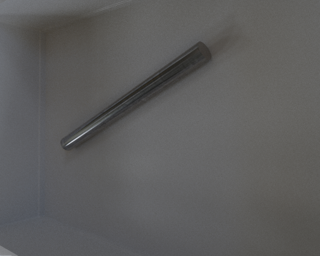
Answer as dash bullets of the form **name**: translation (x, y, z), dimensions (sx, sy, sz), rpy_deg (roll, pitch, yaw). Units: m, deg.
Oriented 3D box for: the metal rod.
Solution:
- **metal rod**: translation (-0.054, -0.031, 0.449), dimensions (0.299, 0.025, 0.025), rpy_deg (-29, 72, 36)
